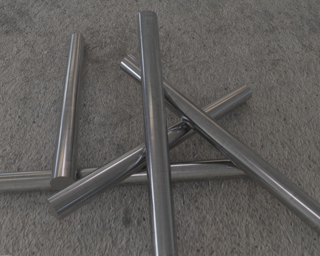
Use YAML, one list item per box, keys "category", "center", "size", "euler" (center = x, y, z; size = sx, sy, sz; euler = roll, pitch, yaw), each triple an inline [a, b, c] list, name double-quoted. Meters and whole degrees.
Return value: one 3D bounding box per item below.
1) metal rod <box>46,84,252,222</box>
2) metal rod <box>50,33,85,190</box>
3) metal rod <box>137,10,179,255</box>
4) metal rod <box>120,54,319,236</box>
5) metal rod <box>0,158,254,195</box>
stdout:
- category: "metal rod"
  center: [0.011, 0.012, 0.368]
  size: [0.302, 0.025, 0.025]
  euler: [-30, 56, -32]
- category: "metal rod"
  center: [-0.120, -0.047, 0.423]
  size: [0.025, 0.025, 0.300]
  euler: [-6, 45, -5]
- category: "metal rod"
  center: [-0.004, 0.004, 0.332]
  size: [0.025, 0.025, 0.299]
  euler: [-4, 71, -3]
- category: "metal rod"
  center: [0.068, 0.011, 0.351]
  size: [0.300, 0.025, 0.025]
  euler: [41, 60, 16]
- category: "metal rod"
  center: [-0.036, 0.054, 0.356]
  size: [0.302, 0.025, 0.025]
  euler: [-3, 50, -3]
